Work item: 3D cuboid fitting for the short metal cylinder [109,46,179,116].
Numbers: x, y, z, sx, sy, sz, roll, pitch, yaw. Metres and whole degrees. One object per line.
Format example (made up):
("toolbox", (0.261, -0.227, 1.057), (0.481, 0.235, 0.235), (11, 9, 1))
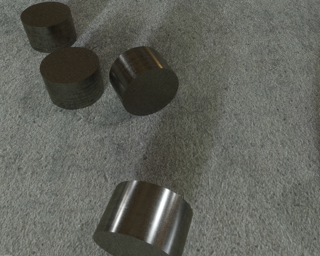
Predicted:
("short metal cylinder", (-0.022, -0.063, 0.420), (0.081, 0.080, 0.050), (-20, 53, -16))

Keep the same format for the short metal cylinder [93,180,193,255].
("short metal cylinder", (-0.014, 0.093, 0.289), (0.080, 0.080, 0.050), (14, 52, 11))

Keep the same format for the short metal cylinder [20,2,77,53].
("short metal cylinder", (-0.189, -0.173, 0.531), (0.080, 0.050, 0.080), (0, 50, 0))

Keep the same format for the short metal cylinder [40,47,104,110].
("short metal cylinder", (-0.125, -0.073, 0.447), (0.080, 0.050, 0.080), (0, 50, 0))
